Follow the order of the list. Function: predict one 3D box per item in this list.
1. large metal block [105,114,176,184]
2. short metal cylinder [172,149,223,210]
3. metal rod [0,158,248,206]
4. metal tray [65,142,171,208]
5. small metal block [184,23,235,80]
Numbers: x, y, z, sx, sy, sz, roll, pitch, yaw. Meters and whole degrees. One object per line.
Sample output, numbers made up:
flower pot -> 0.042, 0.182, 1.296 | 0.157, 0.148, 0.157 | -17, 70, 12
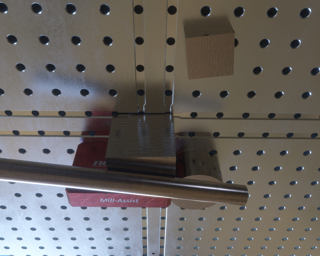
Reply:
large metal block -> -0.022, 0.026, 0.398 | 0.081, 0.080, 0.050 | -1, 130, 0
short metal cylinder -> 0.052, 0.077, 0.462 | 0.081, 0.050, 0.079 | -1, 130, 0
metal rod -> -0.046, 0.063, 0.359 | 0.302, 0.025, 0.025 | 7, 130, -7
metal tray -> -0.051, 0.061, 0.420 | 0.131, 0.090, 0.030 | 1, 130, -2
small metal block -> 0.054, -0.084, 0.341 | 0.050, 0.025, 0.050 | -6, 130, 4
